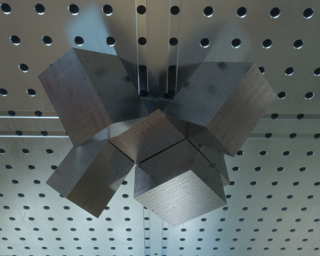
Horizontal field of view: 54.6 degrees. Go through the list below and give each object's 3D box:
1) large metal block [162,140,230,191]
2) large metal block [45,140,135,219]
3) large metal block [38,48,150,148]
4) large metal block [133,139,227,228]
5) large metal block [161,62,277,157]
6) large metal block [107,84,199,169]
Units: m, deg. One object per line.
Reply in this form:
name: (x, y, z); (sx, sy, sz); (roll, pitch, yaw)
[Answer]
large metal block: (0.041, 0.055, 0.441); (0.080, 0.050, 0.080); (-30, 123, 22)
large metal block: (-0.092, 0.060, 0.405); (0.050, 0.080, 0.080); (45, 159, -30)
large metal block: (-0.065, -0.032, 0.327); (0.050, 0.080, 0.080); (-31, 85, 23)
large metal block: (0.025, 0.072, 0.389); (0.080, 0.050, 0.080); (-31, 125, 22)
large metal block: (0.062, -0.024, 0.335); (0.050, 0.080, 0.080); (45, 77, -30)
large metal block: (-0.008, 0.005, 0.399); (0.080, 0.050, 0.080); (-31, 124, 23)
